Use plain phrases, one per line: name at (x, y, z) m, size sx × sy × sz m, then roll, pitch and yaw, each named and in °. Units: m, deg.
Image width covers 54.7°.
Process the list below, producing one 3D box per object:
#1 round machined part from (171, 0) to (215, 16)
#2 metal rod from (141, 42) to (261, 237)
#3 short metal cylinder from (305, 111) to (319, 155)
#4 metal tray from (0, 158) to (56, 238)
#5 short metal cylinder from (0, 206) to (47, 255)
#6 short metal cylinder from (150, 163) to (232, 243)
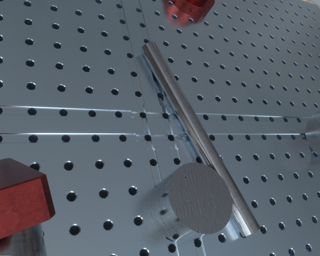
round machined part at (0.064, -0.266, 0.594) m, size 0.099 × 0.042 × 0.098 m, roll 14°, pitch 56°, yaw -21°
metal rod at (0.049, 0.004, 0.431) m, size 0.025 × 0.025 × 0.299 m, roll -16°, pitch 70°, yaw -34°
short metal cylinder at (0.301, 0.008, 0.530) m, size 0.050 × 0.080 × 0.080 m, roll -2°, pitch 63°, yaw -29°
metal tray at (-0.144, 0.054, 0.231) m, size 0.091 × 0.130 × 0.030 m, roll -16°, pitch 100°, yaw -34°
short metal cylinder at (-0.132, 0.099, 0.241) m, size 0.081 × 0.080 × 0.050 m, roll -6°, pitch 65°, yaw -31°
short metal cylinder at (0.035, 0.086, 0.358) m, size 0.081 × 0.050 × 0.080 m, roll 13°, pitch 56°, yaw -21°
